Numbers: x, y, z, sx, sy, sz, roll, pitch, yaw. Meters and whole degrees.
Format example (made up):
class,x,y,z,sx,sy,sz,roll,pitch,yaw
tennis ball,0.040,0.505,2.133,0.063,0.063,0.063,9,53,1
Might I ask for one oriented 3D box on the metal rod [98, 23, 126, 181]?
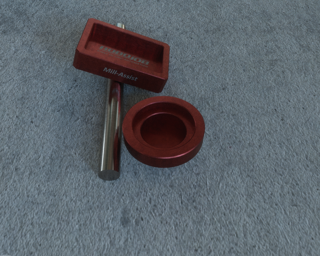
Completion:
class,x,y,z,sx,sy,sz,roll,pitch,yaw
metal rod,-0.065,-0.060,0.452,0.025,0.025,0.300,-2,50,-2

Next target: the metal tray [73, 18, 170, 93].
class,x,y,z,sx,sy,sz,roll,pitch,yaw
metal tray,-0.052,-0.108,0.460,0.131,0.030,0.090,16,47,-13

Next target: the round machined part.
class,x,y,z,sx,sy,sz,roll,pitch,yaw
round machined part,0.004,0.009,0.385,0.099,0.042,0.098,0,50,0
